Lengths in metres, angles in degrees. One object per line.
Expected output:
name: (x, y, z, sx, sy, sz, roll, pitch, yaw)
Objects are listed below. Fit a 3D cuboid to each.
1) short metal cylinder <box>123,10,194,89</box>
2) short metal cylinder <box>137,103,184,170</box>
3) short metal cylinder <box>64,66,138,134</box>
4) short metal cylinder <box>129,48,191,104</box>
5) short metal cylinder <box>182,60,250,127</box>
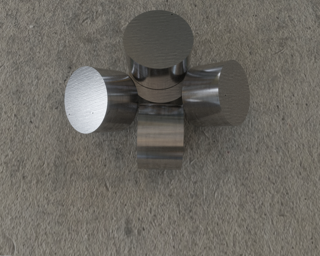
short metal cylinder: (-0.002, -0.094, 0.377, 0.081, 0.050, 0.080, 0, 70, 0)
short metal cylinder: (0.001, 0.010, 0.375, 0.050, 0.080, 0.080, 2, 70, 0)
short metal cylinder: (-0.074, -0.034, 0.386, 0.080, 0.050, 0.079, 2, 93, 38)
short metal cylinder: (0.000, -0.060, 0.418, 0.081, 0.050, 0.080, 0, 70, 0)
short metal cylinder: (0.072, -0.042, 0.390, 0.050, 0.080, 0.080, -2, 64, 41)
